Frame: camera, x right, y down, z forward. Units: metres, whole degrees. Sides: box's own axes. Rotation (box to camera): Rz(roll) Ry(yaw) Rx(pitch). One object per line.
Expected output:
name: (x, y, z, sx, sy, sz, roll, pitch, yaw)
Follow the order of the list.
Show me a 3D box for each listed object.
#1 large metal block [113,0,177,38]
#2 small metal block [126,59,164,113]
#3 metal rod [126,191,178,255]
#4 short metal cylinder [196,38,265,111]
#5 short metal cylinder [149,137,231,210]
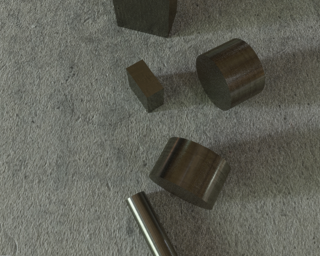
large metal block: (-0.020, -0.183, 0.445, 0.080, 0.080, 0.050, 15, 71, 5)
small metal block: (-0.019, -0.055, 0.415, 0.025, 0.050, 0.050, -32, 73, -11)
metal rod: (0.041, 0.206, 0.332, 0.025, 0.025, 0.299, -27, 72, -10)
short metal cylinder: (0.090, -0.069, 0.405, 0.050, 0.080, 0.080, -28, 73, -10)
short metal cylinder: (0.034, 0.053, 0.360, 0.080, 0.080, 0.050, 27, 72, 9)
